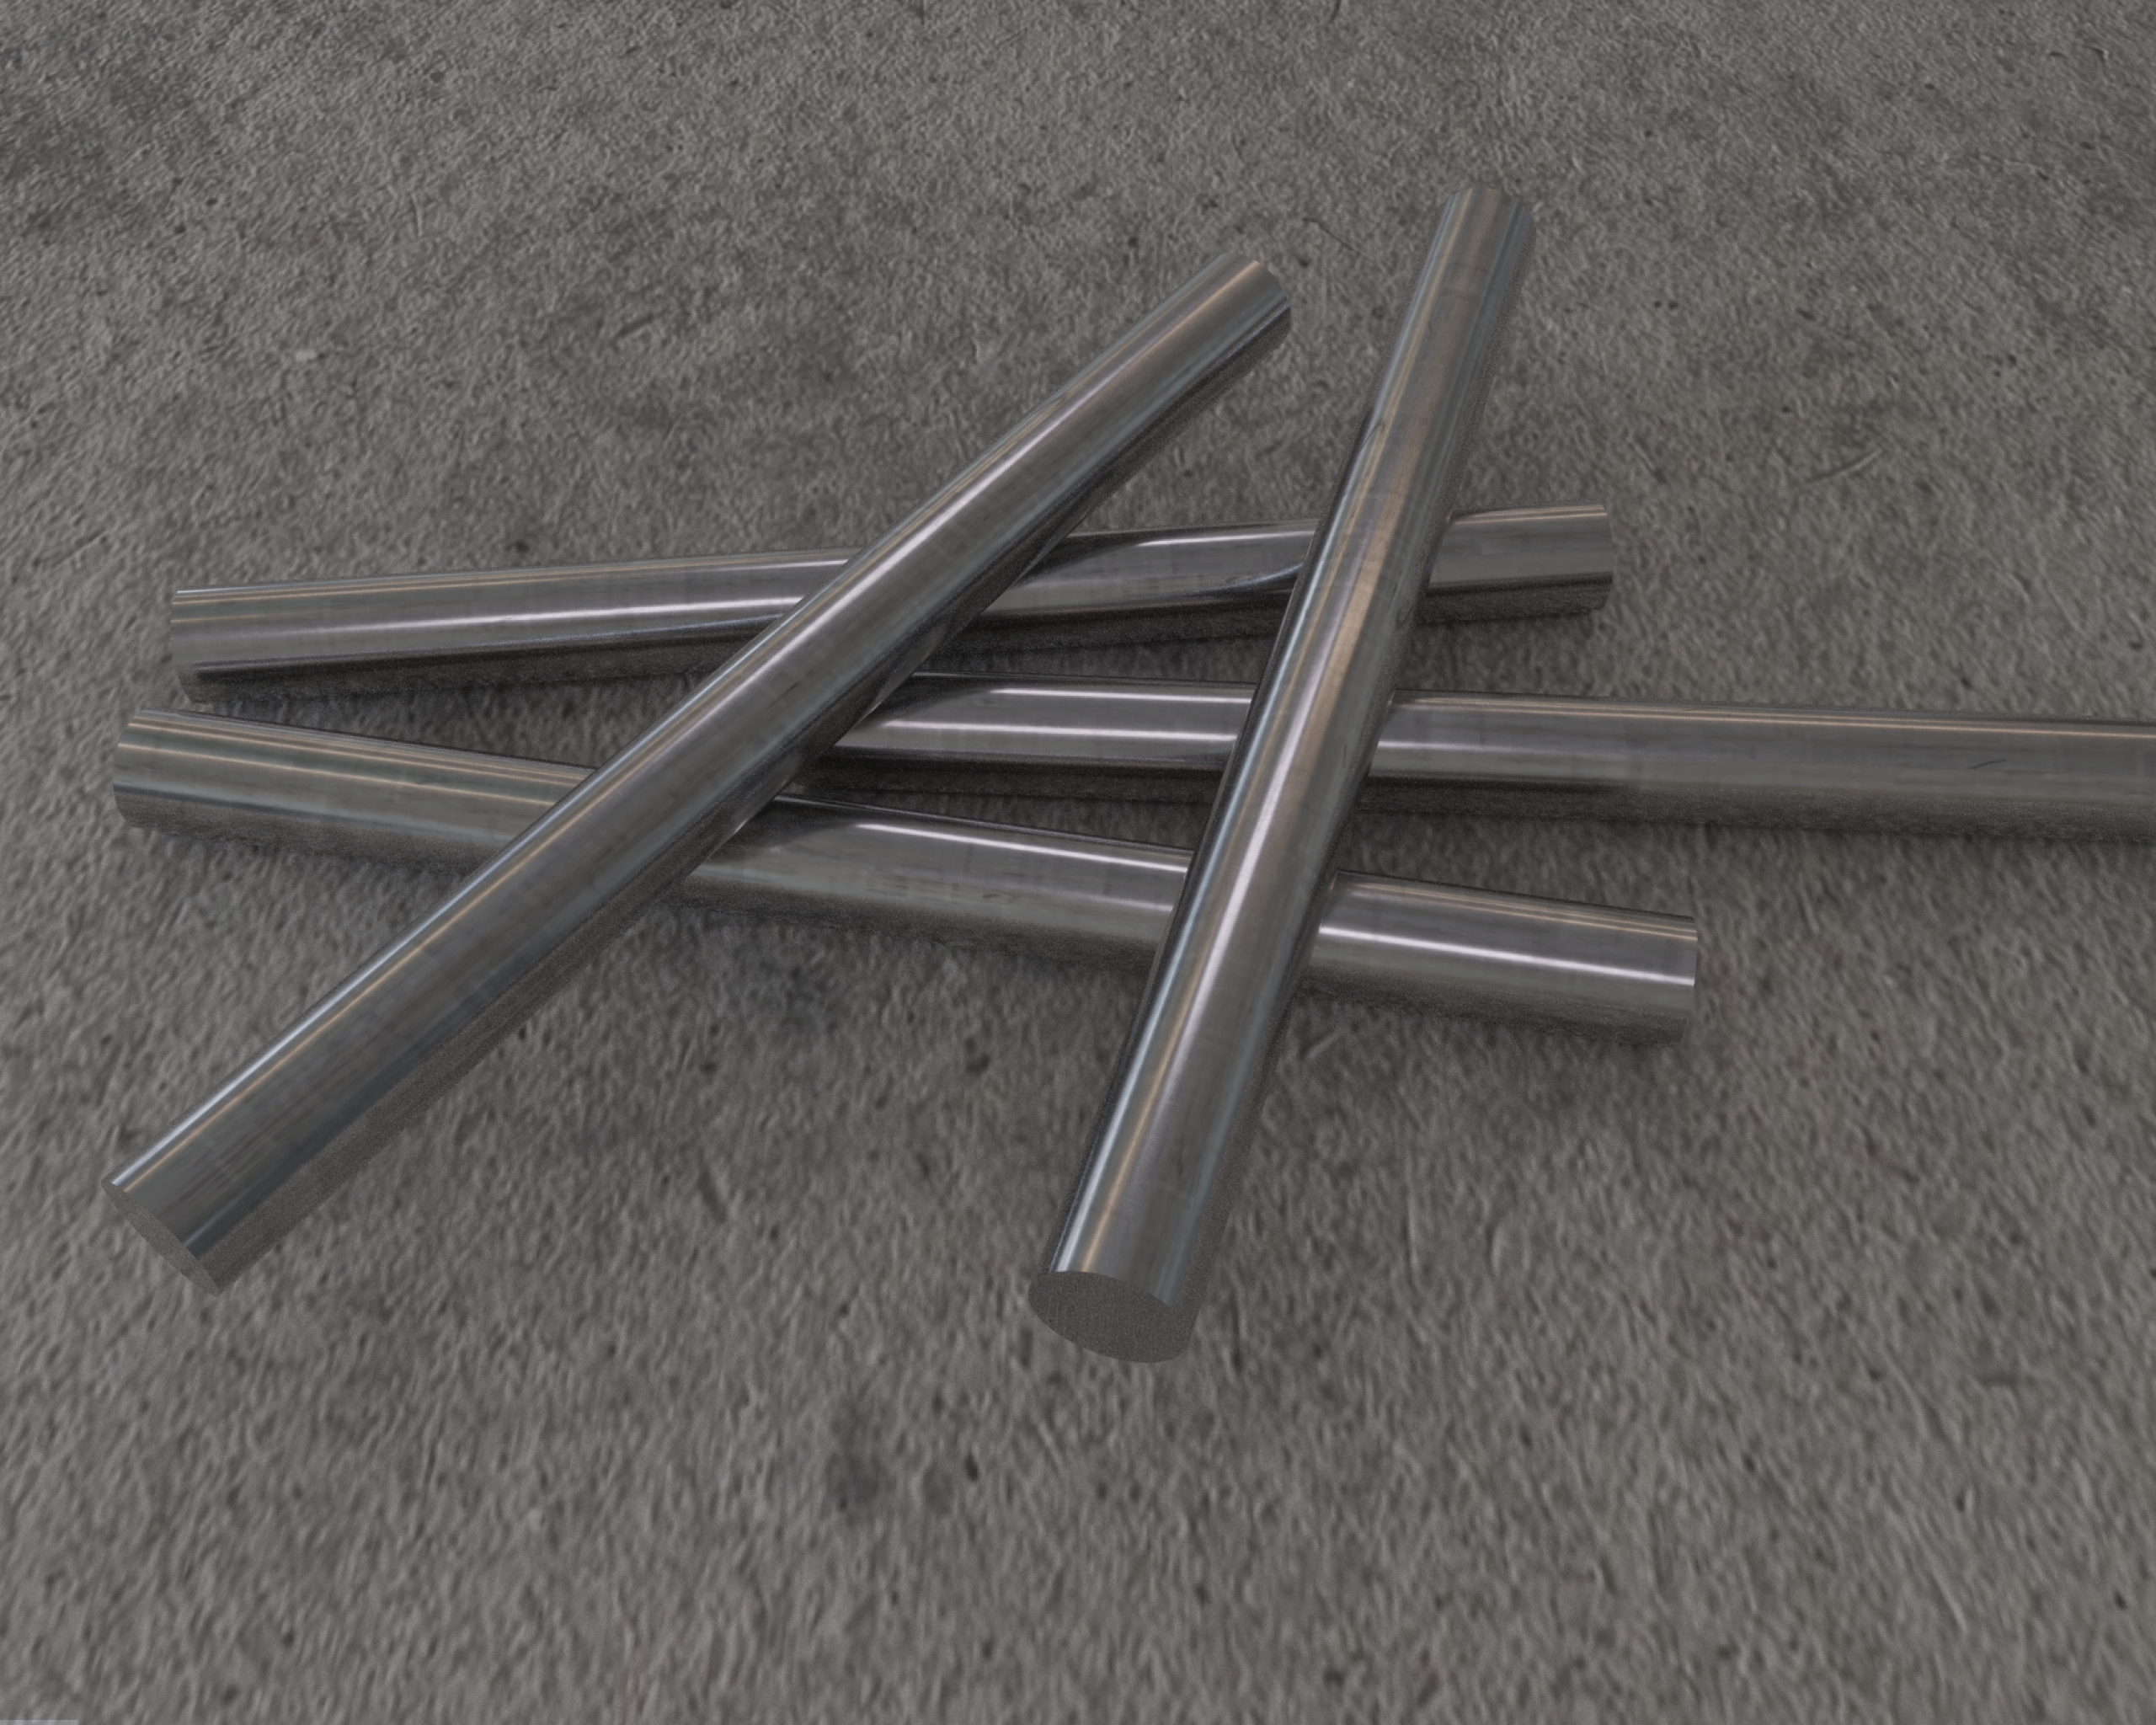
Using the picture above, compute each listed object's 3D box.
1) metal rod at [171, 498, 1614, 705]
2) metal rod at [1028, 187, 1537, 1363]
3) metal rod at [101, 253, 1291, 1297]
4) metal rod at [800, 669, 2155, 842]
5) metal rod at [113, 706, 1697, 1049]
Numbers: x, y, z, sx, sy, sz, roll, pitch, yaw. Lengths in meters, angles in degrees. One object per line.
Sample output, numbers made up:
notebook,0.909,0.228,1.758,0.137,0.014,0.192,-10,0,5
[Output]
metal rod,-0.036,-0.057,0.450,0.302,0.025,0.025,-4,50,-4
metal rod,0.051,-0.041,0.403,0.025,0.025,0.300,14,51,11
metal rod,-0.051,-0.035,0.398,0.025,0.025,0.301,29,56,22
metal rod,0.094,-0.022,0.421,0.302,0.025,0.025,2,50,2
metal rod,-0.037,0.002,0.401,0.302,0.025,0.025,8,51,6
